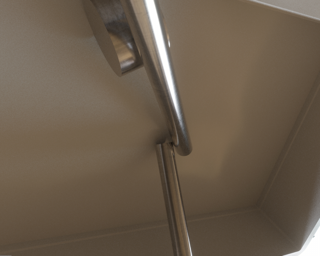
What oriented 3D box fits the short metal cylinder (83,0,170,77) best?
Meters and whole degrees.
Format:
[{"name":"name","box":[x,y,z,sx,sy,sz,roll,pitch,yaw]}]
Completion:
[{"name":"short metal cylinder","box":[-0.033,-0.096,0.297,0.050,0.080,0.080,-27,128,-12]}]

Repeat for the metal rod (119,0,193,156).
[{"name":"metal rod","box":[0.008,-0.034,0.317,0.025,0.025,0.299,-34,153,-6]}]

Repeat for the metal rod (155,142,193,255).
[{"name":"metal rod","box":[0.031,0.168,0.417,0.025,0.025,0.298,-7,84,-25]}]
